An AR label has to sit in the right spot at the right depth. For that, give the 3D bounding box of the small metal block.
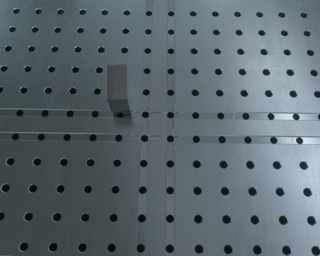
[{"bbox_3d":[-0.054,-0.050,0.417,0.025,0.050,0.050,-3,70,-1],"label":"small metal block"}]
